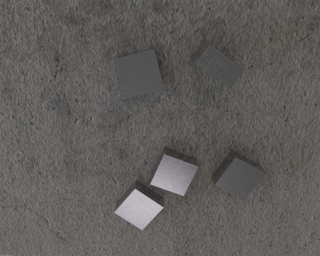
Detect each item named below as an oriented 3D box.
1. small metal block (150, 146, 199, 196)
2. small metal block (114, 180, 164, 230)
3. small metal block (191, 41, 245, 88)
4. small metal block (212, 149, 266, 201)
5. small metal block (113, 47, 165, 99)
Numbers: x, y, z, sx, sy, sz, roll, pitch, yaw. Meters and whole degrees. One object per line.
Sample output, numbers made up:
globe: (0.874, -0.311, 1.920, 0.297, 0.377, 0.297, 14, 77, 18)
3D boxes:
small metal block: (0.019, 0.060, 0.432, 0.050, 0.025, 0.050, 21, 109, -8)
small metal block: (-0.030, 0.112, 0.451, 0.050, 0.025, 0.050, 37, 106, -13)
small metal block: (0.067, -0.077, 0.368, 0.050, 0.050, 0.025, 32, 107, -11)
small metal block: (0.110, 0.066, 0.435, 0.050, 0.025, 0.050, 28, 108, -10)
small metal block: (-0.025, -0.069, 0.384, 0.050, 0.025, 0.050, -13, 110, 4)
